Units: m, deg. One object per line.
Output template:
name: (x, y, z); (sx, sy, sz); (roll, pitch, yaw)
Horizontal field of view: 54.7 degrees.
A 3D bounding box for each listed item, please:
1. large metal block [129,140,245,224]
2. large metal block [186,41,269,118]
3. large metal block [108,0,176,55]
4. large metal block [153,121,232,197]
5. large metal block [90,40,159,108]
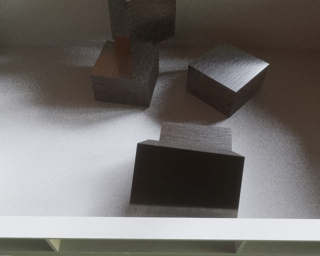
large metal block: (0.023, 0.041, 0.270); (0.080, 0.080, 0.050); (7, 90, 4)
large metal block: (0.096, -0.073, 0.452); (0.080, 0.050, 0.080); (37, 59, 26)
large metal block: (-0.025, -0.164, 0.443); (0.081, 0.080, 0.050); (-30, 56, -24)
large metal block: (0.037, 0.042, 0.354); (0.080, 0.050, 0.080); (6, 50, 4)
large metal block: (-0.048, -0.081, 0.456); (0.080, 0.050, 0.080); (8, 50, 6)
